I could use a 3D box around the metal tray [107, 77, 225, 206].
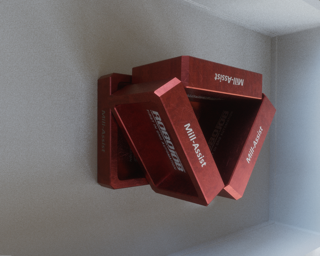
[{"bbox_3d":[0.005,0.016,0.327,0.030,0.090,0.129,-38,114,-33],"label":"metal tray"}]

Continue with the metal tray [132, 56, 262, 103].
[{"bbox_3d":[0.044,-0.051,0.359,0.131,0.090,0.030,2,89,-40],"label":"metal tray"}]

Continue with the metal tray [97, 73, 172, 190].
[{"bbox_3d":[-0.029,0.004,0.378,0.091,0.030,0.129,1,89,-40],"label":"metal tray"}]

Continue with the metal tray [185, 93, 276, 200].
[{"bbox_3d":[0.079,0.018,0.388,0.030,0.090,0.130,43,64,-32],"label":"metal tray"}]

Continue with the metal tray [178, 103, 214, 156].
[{"bbox_3d":[0.042,0.006,0.437,0.091,0.030,0.129,2,88,-40],"label":"metal tray"}]
